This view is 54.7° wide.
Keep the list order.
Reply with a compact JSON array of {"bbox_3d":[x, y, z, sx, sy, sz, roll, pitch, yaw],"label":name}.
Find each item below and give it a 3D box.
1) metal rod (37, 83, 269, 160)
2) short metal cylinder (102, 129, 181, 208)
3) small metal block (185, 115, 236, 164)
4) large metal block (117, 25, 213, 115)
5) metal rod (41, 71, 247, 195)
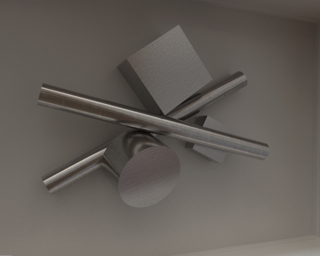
[{"bbox_3d":[0.008,-0.002,0.386,0.302,0.025,0.025,14,85,-20],"label":"metal rod"},{"bbox_3d":[-0.023,0.047,0.373,0.081,0.050,0.079,-14,119,-27],"label":"short metal cylinder"},{"bbox_3d":[0.071,0.016,0.435,0.050,0.025,0.050,28,81,-18],"label":"small metal block"},{"bbox_3d":[0.006,-0.071,0.398,0.080,0.050,0.080,-38,103,-16],"label":"large metal block"},{"bbox_3d":[-0.006,-0.002,0.407,0.302,0.025,0.025,-29,100,-18],"label":"metal rod"}]
